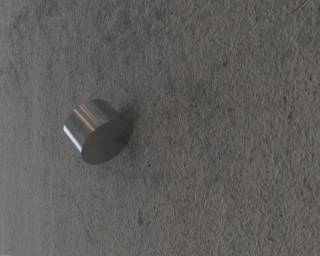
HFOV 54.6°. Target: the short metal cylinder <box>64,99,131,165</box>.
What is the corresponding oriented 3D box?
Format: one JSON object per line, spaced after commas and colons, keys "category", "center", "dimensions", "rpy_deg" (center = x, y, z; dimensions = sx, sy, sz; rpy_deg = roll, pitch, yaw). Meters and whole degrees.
{"category": "short metal cylinder", "center": [-0.089, 0.006, 0.444], "dimensions": [0.050, 0.081, 0.080], "rpy_deg": [44, 116, 31]}
